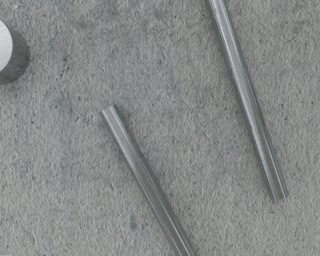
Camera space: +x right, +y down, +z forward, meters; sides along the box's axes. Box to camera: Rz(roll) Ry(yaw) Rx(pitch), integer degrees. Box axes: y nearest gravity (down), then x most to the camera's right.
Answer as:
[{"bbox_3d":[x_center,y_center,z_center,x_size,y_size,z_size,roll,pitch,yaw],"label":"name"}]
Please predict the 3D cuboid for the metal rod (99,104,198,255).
[{"bbox_3d":[0.002,0.106,0.409,0.025,0.025,0.299,-28,90,0],"label":"metal rod"}]

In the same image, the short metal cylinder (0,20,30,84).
[{"bbox_3d":[-0.217,-0.099,0.396,0.081,0.050,0.079,0,90,0],"label":"short metal cylinder"}]

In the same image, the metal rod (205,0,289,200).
[{"bbox_3d":[0.112,-0.051,0.410,0.025,0.025,0.298,-18,90,0],"label":"metal rod"}]
